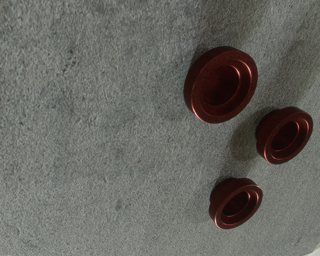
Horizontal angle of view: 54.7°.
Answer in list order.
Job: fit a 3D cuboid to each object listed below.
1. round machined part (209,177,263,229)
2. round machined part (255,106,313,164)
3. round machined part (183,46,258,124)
[{"bbox_3d":[0.127,0.126,0.543,0.099,0.042,0.097,-14,124,-21],"label":"round machined part"},{"bbox_3d":[0.197,0.008,0.508,0.099,0.042,0.097,-14,124,-21],"label":"round machined part"},{"bbox_3d":[0.073,-0.058,0.400,0.099,0.042,0.097,-14,124,-21],"label":"round machined part"}]
